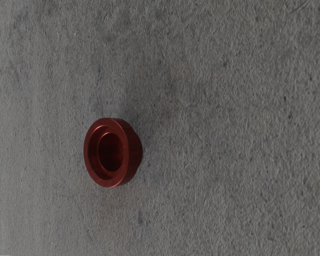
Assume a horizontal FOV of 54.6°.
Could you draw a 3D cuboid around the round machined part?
[{"bbox_3d":[-0.063,0.034,0.448,0.098,0.042,0.097,0,90,40],"label":"round machined part"}]
